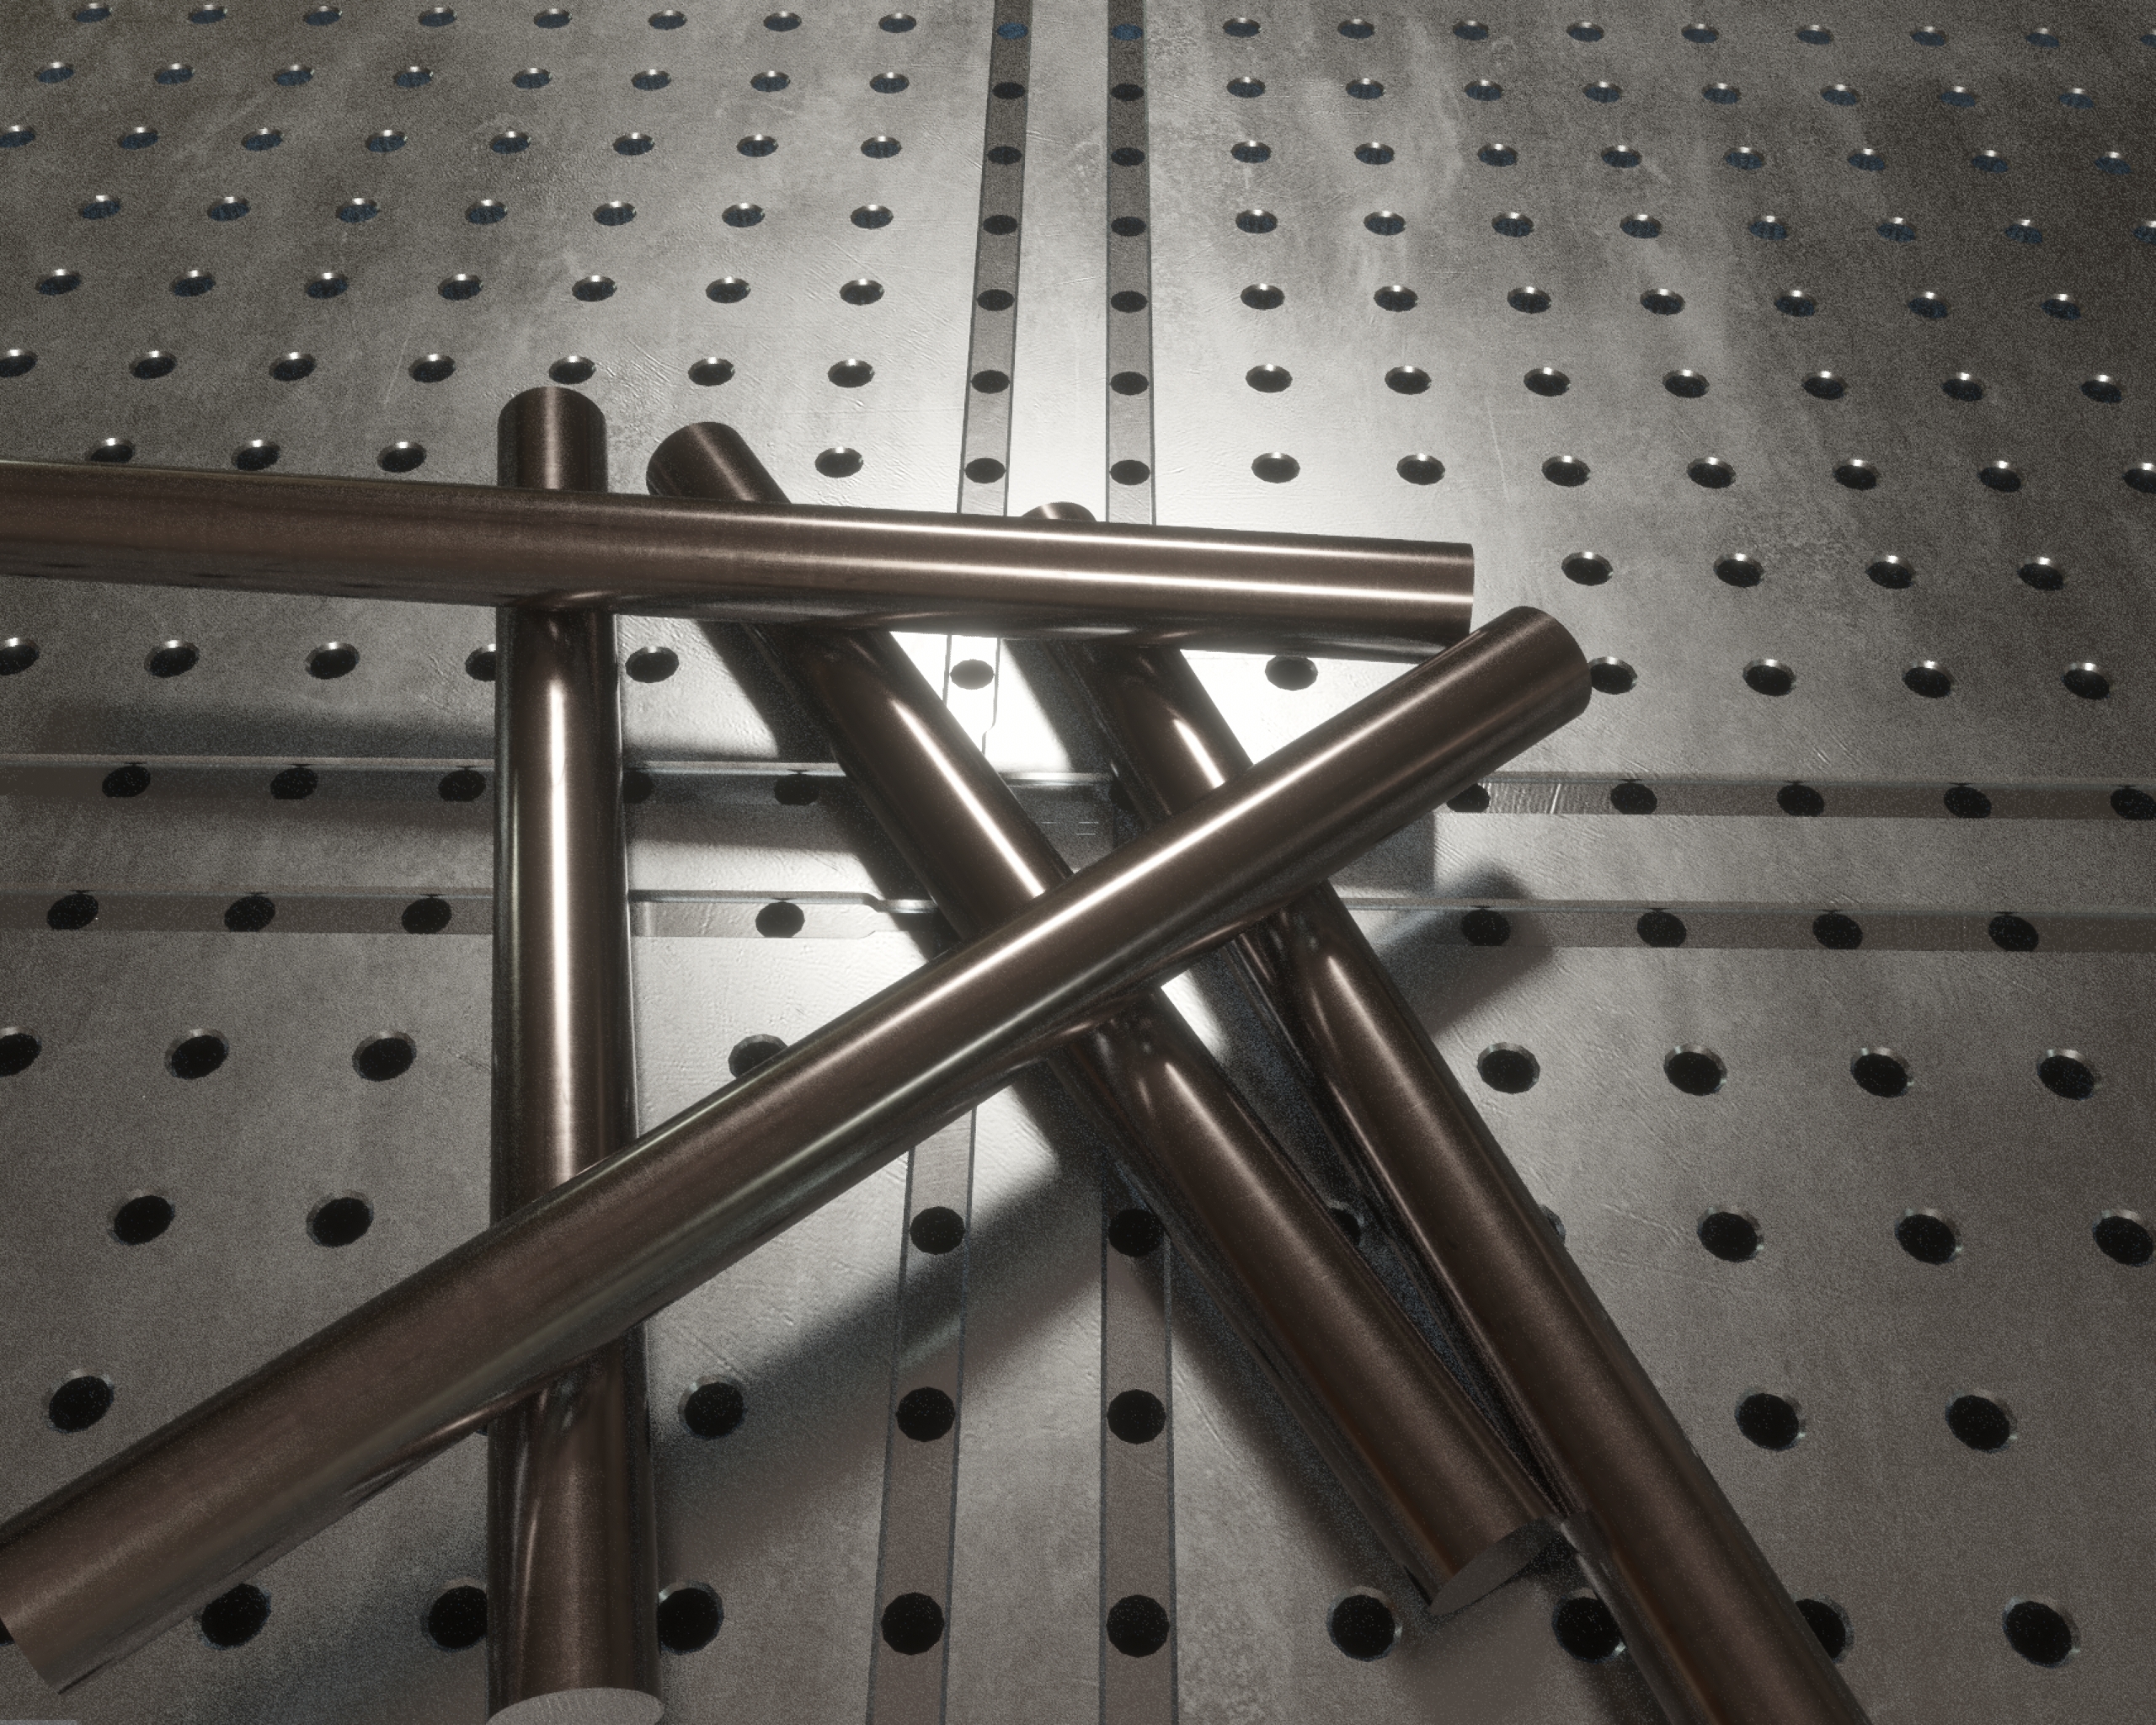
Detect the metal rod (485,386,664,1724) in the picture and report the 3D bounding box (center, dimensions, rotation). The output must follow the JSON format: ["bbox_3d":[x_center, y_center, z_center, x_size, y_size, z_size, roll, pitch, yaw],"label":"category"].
[{"bbox_3d":[-0.098,0.011,0.396,0.025,0.025,0.300,-7,50,-7],"label":"metal rod"}]

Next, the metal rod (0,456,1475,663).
[{"bbox_3d":[-0.072,-0.062,0.426,0.302,0.025,0.025,4,50,2],"label":"metal rod"}]

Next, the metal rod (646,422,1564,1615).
[{"bbox_3d":[-0.012,0.008,0.400,0.025,0.025,0.300,-24,54,-19],"label":"metal rod"}]

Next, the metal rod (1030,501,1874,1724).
[{"bbox_3d":[0.051,0.035,0.378,0.025,0.025,0.300,-18,52,-15],"label":"metal rod"}]

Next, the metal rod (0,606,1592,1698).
[{"bbox_3d":[-0.027,0.032,0.347,0.302,0.025,0.025,-31,57,-24],"label":"metal rod"}]
